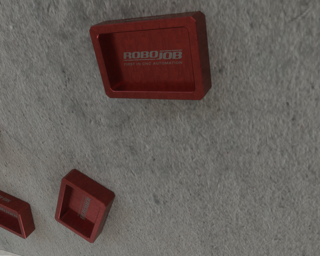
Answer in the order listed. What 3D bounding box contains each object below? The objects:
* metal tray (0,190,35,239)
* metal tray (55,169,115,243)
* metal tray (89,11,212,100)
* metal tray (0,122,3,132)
[{"bbox_3d":[-0.349,0.189,0.700,0.130,0.030,0.089,17,125,17],"label":"metal tray"},{"bbox_3d":[-0.140,0.145,0.563,0.090,0.030,0.129,30,128,8],"label":"metal tray"},{"bbox_3d":[-0.011,-0.080,0.358,0.130,0.030,0.089,4,120,26],"label":"metal tray"},{"bbox_3d":[-0.375,0.009,0.579,0.130,0.090,0.030,3,121,27],"label":"metal tray"}]
